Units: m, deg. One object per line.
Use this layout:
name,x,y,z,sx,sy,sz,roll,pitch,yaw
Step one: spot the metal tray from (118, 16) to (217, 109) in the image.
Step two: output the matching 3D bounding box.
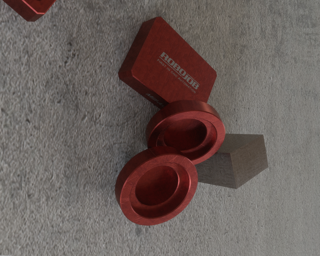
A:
metal tray,0.016,-0.072,0.417,0.130,0.030,0.090,35,68,-35

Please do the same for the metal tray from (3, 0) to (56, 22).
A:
metal tray,-0.142,-0.177,0.282,0.130,0.030,0.090,41,65,-32

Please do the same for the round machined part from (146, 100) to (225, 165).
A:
round machined part,0.030,0.003,0.398,0.098,0.098,0.042,35,26,-35

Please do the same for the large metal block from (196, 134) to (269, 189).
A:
large metal block,0.098,0.044,0.454,0.081,0.080,0.050,-21,104,-38

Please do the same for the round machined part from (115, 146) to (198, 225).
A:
round machined part,-0.007,0.065,0.374,0.099,0.042,0.097,-11,118,-22
